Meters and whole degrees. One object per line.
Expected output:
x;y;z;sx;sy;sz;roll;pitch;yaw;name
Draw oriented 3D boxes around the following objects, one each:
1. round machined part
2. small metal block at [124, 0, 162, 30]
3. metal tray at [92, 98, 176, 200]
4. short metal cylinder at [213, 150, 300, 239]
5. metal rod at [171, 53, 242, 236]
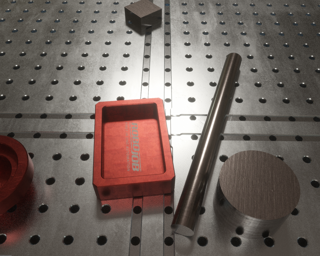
-0.191;0.058;0.345;0.099;0.042;0.098;0;50;0;round machined part
-0.032;-0.218;0.590;0.050;0.025;0.050;-33;58;-25;small metal block
-0.034;0.020;0.386;0.091;0.030;0.130;-4;50;-4;metal tray
0.101;0.071;0.333;0.081;0.050;0.080;0;50;0;short metal cylinder
0.072;-0.003;0.411;0.025;0.025;0.301;15;51;12;metal rod
